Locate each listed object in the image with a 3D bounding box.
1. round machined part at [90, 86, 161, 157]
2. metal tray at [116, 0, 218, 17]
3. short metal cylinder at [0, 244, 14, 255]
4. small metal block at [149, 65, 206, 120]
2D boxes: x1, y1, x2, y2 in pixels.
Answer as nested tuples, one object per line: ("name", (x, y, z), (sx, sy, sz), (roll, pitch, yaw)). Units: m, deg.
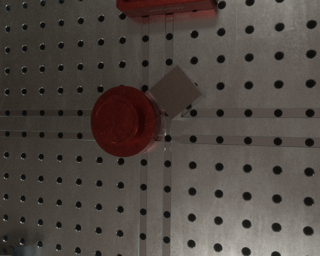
("round machined part", (-0.052, -0.009, 0.421), (0.098, 0.042, 0.097), (0, 90, 19))
("metal tray", (0.009, -0.200, 0.406), (0.130, 0.030, 0.089), (1, 90, 19))
("short metal cylinder", (-0.271, 0.220, 0.477), (0.080, 0.080, 0.050), (5, 92, 19))
("small metal block", (0.023, -0.045, 0.404), (0.050, 0.025, 0.050), (-40, 78, 15))
